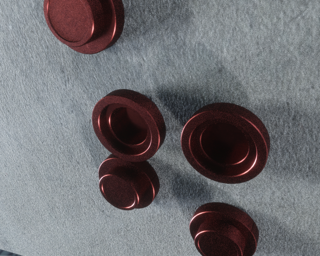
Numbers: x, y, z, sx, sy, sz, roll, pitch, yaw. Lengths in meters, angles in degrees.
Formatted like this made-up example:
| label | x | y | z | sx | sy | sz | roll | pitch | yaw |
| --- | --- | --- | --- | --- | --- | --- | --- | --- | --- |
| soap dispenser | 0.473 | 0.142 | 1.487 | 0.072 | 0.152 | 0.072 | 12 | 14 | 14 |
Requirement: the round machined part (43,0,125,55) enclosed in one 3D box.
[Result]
| label | x | y | z | sx | sy | sz | roll | pitch | yaw |
| --- | --- | --- | --- | --- | --- | --- | --- | --- | --- |
| round machined part | -0.094 | -0.133 | 0.361 | 0.098 | 0.042 | 0.097 | 13 | 124 | 20 |

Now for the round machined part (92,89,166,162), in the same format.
| label | x | y | z | sx | sy | sz | roll | pitch | yaw |
| --- | --- | --- | --- | --- | --- | --- | --- | --- | --- |
| round machined part | -0.037 | -0.007 | 0.409 | 0.098 | 0.042 | 0.097 | 13 | 124 | 20 |

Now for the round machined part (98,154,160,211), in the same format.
| label | x | y | z | sx | sy | sz | roll | pitch | yaw |
| --- | --- | --- | --- | --- | --- | --- | --- | --- | --- |
| round machined part | -0.054 | 0.087 | 0.476 | 0.098 | 0.042 | 0.097 | 13 | 124 | 20 |

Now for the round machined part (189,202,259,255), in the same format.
| label | x | y | z | sx | sy | sz | roll | pitch | yaw |
| --- | --- | --- | --- | --- | --- | --- | --- | --- | --- |
| round machined part | 0.089 | 0.159 | 0.446 | 0.098 | 0.042 | 0.097 | 13 | 124 | 20 |

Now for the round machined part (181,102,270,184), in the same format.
| label | x | y | z | sx | sy | sz | roll | pitch | yaw |
| --- | --- | --- | --- | --- | --- | --- | --- | --- | --- |
| round machined part | 0.078 | 0.014 | 0.363 | 0.098 | 0.042 | 0.097 | 13 | 124 | 20 |
